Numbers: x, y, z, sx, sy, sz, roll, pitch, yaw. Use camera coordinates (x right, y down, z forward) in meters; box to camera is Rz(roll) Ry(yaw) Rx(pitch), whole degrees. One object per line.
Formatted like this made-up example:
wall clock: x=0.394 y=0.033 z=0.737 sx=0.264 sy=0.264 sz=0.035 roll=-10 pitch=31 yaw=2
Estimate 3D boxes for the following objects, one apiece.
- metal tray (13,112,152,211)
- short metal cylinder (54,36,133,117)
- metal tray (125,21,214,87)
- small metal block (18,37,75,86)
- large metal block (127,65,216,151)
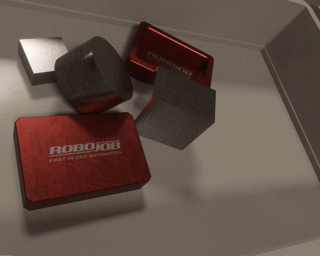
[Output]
metal tray: x=-0.083 y=0.031 z=0.340 sx=0.131 sy=0.030 sz=0.090 roll=-5 pitch=64 yaw=-31
short metal cylinder: x=-0.075 y=-0.059 z=0.362 sx=0.080 sy=0.050 sz=0.080 roll=54 pitch=22 yaw=-33
metal tray: x=0.016 y=-0.097 z=0.472 sx=0.131 sy=0.030 sz=0.090 roll=23 pitch=53 yaw=-15
small metal block: x=-0.140 y=-0.083 z=0.382 sx=0.050 sy=0.025 sz=0.050 roll=-17 pitch=71 yaw=-35
large metal block: x=0.014 y=-0.021 z=0.392 sx=0.080 sy=0.080 sz=0.050 roll=21 pitch=54 yaw=-17
